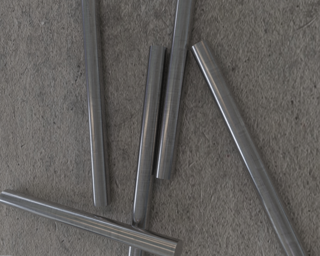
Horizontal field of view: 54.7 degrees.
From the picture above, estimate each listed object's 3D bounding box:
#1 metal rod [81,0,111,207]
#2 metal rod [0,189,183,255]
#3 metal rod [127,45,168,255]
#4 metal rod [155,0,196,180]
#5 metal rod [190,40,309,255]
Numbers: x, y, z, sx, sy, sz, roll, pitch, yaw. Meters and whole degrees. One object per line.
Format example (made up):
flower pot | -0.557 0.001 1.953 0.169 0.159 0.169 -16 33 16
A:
metal rod | -0.091 -0.041 0.441 0.025 0.025 0.298 -4 89 20
metal rod | -0.112 0.127 0.430 0.301 0.025 0.025 7 93 26
metal rod | -0.018 0.042 0.415 0.025 0.025 0.298 7 92 20
metal rod | 0.023 -0.083 0.400 0.025 0.025 0.298 8 93 20
metal rod | 0.108 0.032 0.370 0.025 0.025 0.299 -26 82 18
